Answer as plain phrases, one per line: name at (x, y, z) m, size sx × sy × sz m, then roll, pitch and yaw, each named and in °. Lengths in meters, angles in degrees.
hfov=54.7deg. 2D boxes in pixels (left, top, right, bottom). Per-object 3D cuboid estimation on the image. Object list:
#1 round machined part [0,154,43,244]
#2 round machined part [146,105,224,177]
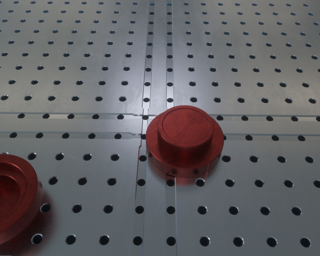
round machined part at (-0.175, 0.079, 0.329) m, size 0.099 × 0.042 × 0.098 m, roll 0°, pitch 50°, yaw 0°
round machined part at (0.031, 0.009, 0.389) m, size 0.099 × 0.042 × 0.098 m, roll 0°, pitch 50°, yaw 0°
